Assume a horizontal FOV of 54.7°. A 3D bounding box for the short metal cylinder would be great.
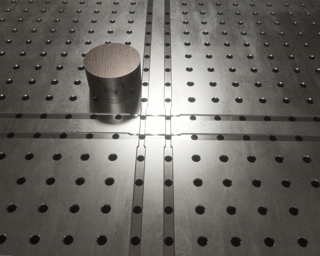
[{"bbox_3d":[-0.068,-0.082,0.459,0.081,0.050,0.080,0,50,0],"label":"short metal cylinder"}]
